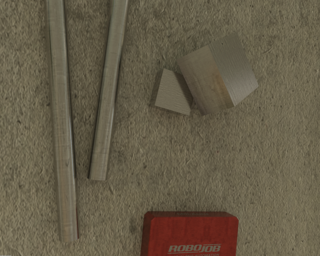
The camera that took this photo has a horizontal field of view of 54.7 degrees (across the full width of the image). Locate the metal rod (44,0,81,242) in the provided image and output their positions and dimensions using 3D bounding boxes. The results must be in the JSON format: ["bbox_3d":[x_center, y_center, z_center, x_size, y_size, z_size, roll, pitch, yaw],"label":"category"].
[{"bbox_3d":[-0.116,-0.018,0.366,0.025,0.025,0.298,-4,91,-20],"label":"metal rod"}]

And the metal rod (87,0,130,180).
[{"bbox_3d":[-0.059,-0.086,0.387,0.025,0.025,0.298,8,87,-20],"label":"metal rod"}]

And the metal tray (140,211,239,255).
[{"bbox_3d":[0.041,0.163,0.423,0.131,0.030,0.089,6,88,-20],"label":"metal tray"}]

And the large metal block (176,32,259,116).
[{"bbox_3d":[0.078,-0.072,0.409,0.081,0.050,0.080,-35,103,-45],"label":"large metal block"}]

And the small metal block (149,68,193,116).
[{"bbox_3d":[0.018,-0.047,0.417,0.050,0.025,0.050,15,85,-20],"label":"small metal block"}]
